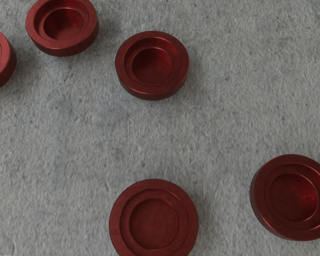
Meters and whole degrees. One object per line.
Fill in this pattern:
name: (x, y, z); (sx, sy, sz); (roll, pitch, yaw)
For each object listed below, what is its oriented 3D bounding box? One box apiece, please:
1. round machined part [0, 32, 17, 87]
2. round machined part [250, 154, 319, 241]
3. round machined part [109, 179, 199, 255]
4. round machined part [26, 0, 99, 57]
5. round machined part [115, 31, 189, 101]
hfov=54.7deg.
round machined part: (-0.248, -0.088, 0.428); (0.099, 0.042, 0.098); (0, 70, -1)
round machined part: (0.156, 0.084, 0.370); (0.099, 0.042, 0.098); (0, 70, -1)
round machined part: (-0.007, 0.111, 0.359); (0.099, 0.042, 0.098); (0, 70, -1)
round machined part: (-0.138, -0.145, 0.450); (0.099, 0.042, 0.098); (0, 70, -1)
round machined part: (-0.010, -0.081, 0.429); (0.099, 0.042, 0.098); (0, 70, -1)
